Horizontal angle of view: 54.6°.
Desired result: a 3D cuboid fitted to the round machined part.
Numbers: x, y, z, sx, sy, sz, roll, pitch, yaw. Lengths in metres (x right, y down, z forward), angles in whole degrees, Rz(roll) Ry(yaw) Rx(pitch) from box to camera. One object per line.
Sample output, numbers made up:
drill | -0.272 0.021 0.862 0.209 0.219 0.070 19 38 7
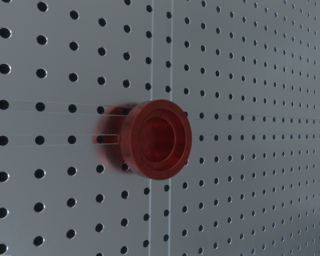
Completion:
round machined part | -0.009 0.014 0.390 0.099 0.042 0.097 0 90 -40
